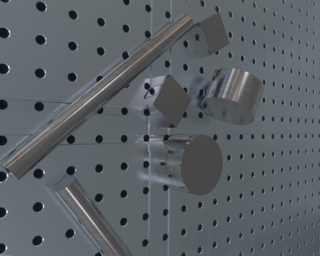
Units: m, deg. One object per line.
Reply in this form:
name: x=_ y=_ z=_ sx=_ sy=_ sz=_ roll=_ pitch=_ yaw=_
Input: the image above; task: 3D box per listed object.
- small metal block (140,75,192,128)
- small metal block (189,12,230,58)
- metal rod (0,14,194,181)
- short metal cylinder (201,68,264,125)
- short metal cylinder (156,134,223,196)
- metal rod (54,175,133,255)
small metal block: x=0.010 y=-0.035 z=0.417 sx=0.050 sy=0.025 sz=0.050 roll=43 pitch=64 yaw=-32
small metal block: x=0.075 y=-0.141 z=0.471 sx=0.050 sy=0.025 sz=0.050 roll=-37 pitch=113 yaw=-34
metal rod: x=-0.052 y=-0.055 z=0.364 sx=0.301 sy=0.025 sz=0.025 roll=-47 pitch=118 yaw=-30
short metal cylinder: x=0.109 y=-0.045 z=0.464 sx=0.080 sy=0.080 sz=0.050 roll=36 pitch=68 yaw=-34
short metal cylinder: x=0.041 y=0.049 z=0.427 sx=0.081 sy=0.050 sz=0.079 roll=0 pitch=90 yaw=-40
metal rod: x=-0.033 y=0.179 z=0.381 sx=0.025 sy=0.025 sz=0.299 roll=-43 pitch=116 yaw=-31
